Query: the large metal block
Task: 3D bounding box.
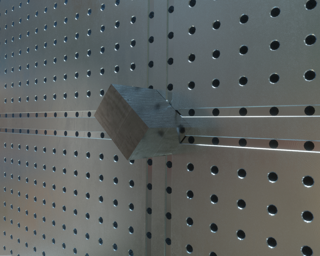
[{"bbox_3d":[-0.022,-0.008,0.392,0.080,0.081,0.050,49,119,28],"label":"large metal block"}]
